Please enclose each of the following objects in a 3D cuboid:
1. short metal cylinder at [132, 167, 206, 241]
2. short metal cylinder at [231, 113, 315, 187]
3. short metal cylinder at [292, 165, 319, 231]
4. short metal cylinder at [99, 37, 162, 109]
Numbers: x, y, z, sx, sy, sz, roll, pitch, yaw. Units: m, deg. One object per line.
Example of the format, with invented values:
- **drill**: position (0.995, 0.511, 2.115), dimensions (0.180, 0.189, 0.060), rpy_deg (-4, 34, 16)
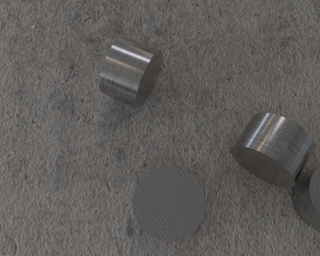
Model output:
- **short metal cylinder**: position (0.010, 0.090, 0.362), dimensions (0.081, 0.050, 0.080), rpy_deg (0, 70, 0)
- **short metal cylinder**: position (0.133, 0.027, 0.370), dimensions (0.080, 0.080, 0.050), rpy_deg (33, 74, 11)
- **short metal cylinder**: position (0.206, 0.082, 0.366), dimensions (0.081, 0.050, 0.080), rpy_deg (0, 70, 0)
- **short metal cylinder**: position (-0.037, -0.072, 0.405), dimensions (0.050, 0.080, 0.080), rpy_deg (24, 72, 8)
